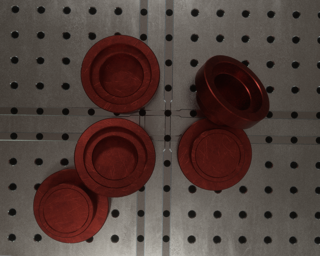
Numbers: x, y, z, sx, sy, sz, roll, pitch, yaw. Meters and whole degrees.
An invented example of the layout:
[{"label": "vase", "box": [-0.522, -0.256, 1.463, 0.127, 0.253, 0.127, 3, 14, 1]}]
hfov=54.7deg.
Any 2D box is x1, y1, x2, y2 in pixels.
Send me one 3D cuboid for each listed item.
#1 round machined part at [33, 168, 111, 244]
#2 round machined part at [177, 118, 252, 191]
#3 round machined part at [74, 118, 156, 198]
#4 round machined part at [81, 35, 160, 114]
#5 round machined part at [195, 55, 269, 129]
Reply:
[{"label": "round machined part", "box": [-0.116, 0.102, 0.403, 0.099, 0.042, 0.097, 0, 90, -1]}, {"label": "round machined part", "box": [0.072, 0.034, 0.406, 0.099, 0.042, 0.097, 0, 90, -1]}, {"label": "round machined part", "box": [-0.058, 0.039, 0.395, 0.099, 0.042, 0.098, 3, 77, -13]}, {"label": "round machined part", "box": [-0.049, -0.067, 0.404, 0.099, 0.042, 0.097, 0, 90, -1]}, {"label": "round machined part", "box": [0.085, -0.040, 0.389, 0.099, 0.042, 0.098, 16, 53, -23]}]
